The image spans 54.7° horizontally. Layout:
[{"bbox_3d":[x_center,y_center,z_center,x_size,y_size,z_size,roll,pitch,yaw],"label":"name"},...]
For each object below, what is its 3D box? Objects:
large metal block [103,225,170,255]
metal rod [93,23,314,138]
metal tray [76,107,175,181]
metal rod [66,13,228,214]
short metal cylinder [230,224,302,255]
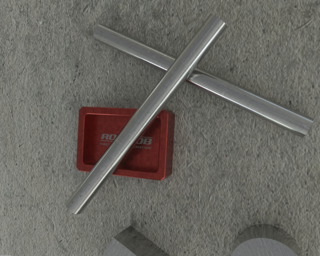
[{"bbox_3d":[-0.037,0.192,0.408,0.080,0.050,0.080,32,100,16],"label":"large metal block"},{"bbox_3d":[0.041,-0.067,0.393,0.301,0.025,0.025,28,99,17],"label":"metal rod"},{"bbox_3d":[-0.048,0.018,0.422,0.130,0.030,0.089,3,91,19],"label":"metal tray"},{"bbox_3d":[-0.024,-0.008,0.384,0.025,0.025,0.299,42,102,15],"label":"metal rod"},{"bbox_3d":[0.121,0.157,0.353,0.080,0.050,0.079,0,90,19],"label":"short metal cylinder"}]
